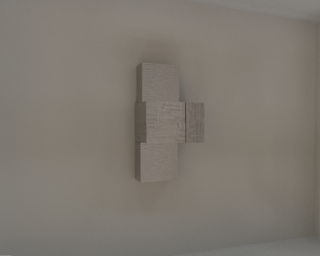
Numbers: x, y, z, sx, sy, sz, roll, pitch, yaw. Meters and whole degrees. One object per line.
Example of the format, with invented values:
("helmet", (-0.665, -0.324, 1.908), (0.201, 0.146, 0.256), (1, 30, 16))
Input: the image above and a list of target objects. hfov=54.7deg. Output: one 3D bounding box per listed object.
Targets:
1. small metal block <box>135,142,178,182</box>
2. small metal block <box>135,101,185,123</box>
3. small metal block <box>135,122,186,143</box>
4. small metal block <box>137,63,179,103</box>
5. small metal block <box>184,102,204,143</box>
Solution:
("small metal block", (-0.005, 0.043, 0.407), (0.050, 0.025, 0.050), (0, 90, -20))
("small metal block", (-0.001, -0.019, 0.395), (0.050, 0.050, 0.025), (0, 90, -20))
("small metal block", (-0.001, 0.005, 0.395), (0.050, 0.050, 0.025), (0, 90, -20))
("small metal block", (-0.003, -0.057, 0.407), (0.050, 0.025, 0.050), (0, 90, -20))
("small metal block", (0.035, -0.007, 0.408), (0.025, 0.050, 0.050), (0, 90, -20))
